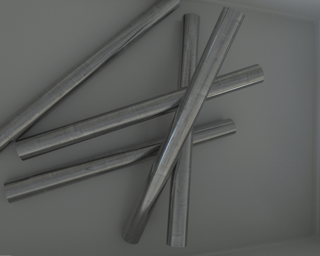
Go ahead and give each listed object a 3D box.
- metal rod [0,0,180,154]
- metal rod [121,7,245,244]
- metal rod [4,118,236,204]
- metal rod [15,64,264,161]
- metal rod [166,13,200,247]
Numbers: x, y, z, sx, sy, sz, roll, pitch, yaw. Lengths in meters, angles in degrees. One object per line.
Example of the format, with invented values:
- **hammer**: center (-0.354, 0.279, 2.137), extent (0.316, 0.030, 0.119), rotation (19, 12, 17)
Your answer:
- **metal rod**: center (-0.087, -0.073, 0.378), extent (0.301, 0.025, 0.025), rotation (-43, 104, -15)
- **metal rod**: center (0.020, 0.009, 0.365), extent (0.025, 0.025, 0.298), rotation (19, 104, -20)
- **metal rod**: center (-0.034, 0.035, 0.398), extent (0.302, 0.025, 0.025), rotation (-15, 96, -20)
- **metal rod**: center (-0.017, -0.022, 0.372), extent (0.302, 0.025, 0.025), rotation (-18, 97, -7)
- **metal rod**: center (0.031, -0.006, 0.399), extent (0.025, 0.025, 0.299), rotation (9, 78, -20)
